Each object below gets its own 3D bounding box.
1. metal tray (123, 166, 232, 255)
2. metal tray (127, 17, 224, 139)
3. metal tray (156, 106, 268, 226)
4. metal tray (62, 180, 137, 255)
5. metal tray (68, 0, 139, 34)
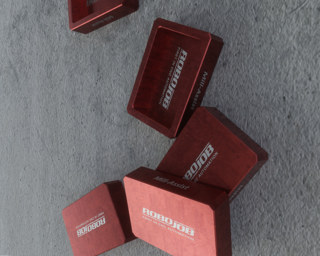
[{"bbox_3d":[0.017,0.103,0.362,0.130,0.030,0.089,10,115,40],"label":"metal tray"},{"bbox_3d":[0.014,-0.062,0.389,0.090,0.030,0.129,31,109,35],"label":"metal tray"},{"bbox_3d":[0.049,0.051,0.361,0.090,0.030,0.129,47,118,30],"label":"metal tray"},{"bbox_3d":[-0.097,0.147,0.482,0.130,0.030,0.090,-35,68,34],"label":"metal tray"},{"bbox_3d":[-0.092,-0.208,0.477,0.130,0.030,0.089,-7,86,39],"label":"metal tray"}]
